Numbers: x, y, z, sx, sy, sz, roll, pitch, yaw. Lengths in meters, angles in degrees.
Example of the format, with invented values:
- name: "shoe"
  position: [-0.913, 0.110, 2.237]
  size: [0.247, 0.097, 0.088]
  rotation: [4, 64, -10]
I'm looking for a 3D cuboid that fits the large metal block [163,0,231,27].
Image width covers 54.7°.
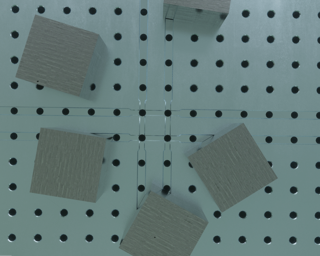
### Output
- name: "large metal block"
  position: [0.050, -0.185, 0.401]
  size: [0.081, 0.050, 0.080]
  rotation: [9, 90, -1]

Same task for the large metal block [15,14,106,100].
- name: "large metal block"
  position: [-0.124, -0.088, 0.399]
  size: [0.080, 0.050, 0.080]
  rotation: [17, 90, -1]

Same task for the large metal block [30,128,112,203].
- name: "large metal block"
  position: [-0.111, 0.045, 0.399]
  size: [0.080, 0.050, 0.080]
  rotation: [9, 90, -1]

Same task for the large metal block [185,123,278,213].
- name: "large metal block"
  position: [0.089, 0.048, 0.402]
  size: [0.080, 0.050, 0.080]
  rotation: [-32, 90, 0]

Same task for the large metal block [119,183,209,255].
- name: "large metal block"
  position: [0.004, 0.130, 0.401]
  size: [0.080, 0.050, 0.080]
  rotation: [29, 90, -1]
